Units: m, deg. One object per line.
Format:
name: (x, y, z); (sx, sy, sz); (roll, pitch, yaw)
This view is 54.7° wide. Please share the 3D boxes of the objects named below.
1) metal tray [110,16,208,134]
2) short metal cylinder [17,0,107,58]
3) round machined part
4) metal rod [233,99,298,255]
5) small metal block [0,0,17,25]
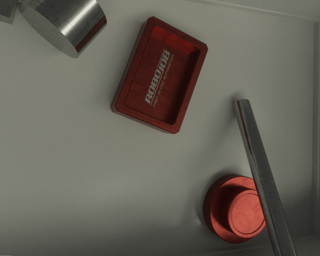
metal tray: (0.000, -0.067, 0.408); (0.091, 0.030, 0.130); (22, 82, -19)
short metal cylinder: (-0.107, -0.124, 0.342); (0.080, 0.080, 0.050); (40, 77, -16)
round machined part: (0.116, 0.118, 0.446); (0.099, 0.042, 0.097); (0, 90, -21)
metal rod: (0.139, 0.094, 0.388); (0.025, 0.025, 0.299); (4, 59, -20)
small metal block: (-0.185, -0.150, 0.342); (0.050, 0.025, 0.050); (14, 85, -20)
